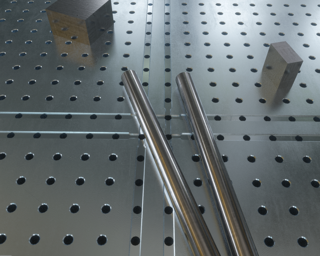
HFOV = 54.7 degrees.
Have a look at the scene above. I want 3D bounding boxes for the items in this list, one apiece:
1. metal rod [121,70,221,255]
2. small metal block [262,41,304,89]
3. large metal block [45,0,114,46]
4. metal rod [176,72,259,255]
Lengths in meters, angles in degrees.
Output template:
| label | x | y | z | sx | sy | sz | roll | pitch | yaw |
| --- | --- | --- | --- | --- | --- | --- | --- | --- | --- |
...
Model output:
| label | x | y | z | sx | sy | sz | roll | pitch | yaw |
| --- | --- | --- | --- | --- | --- | --- | --- | --- | --- |
| metal rod | 0.002 | 0.030 | 0.382 | 0.025 | 0.025 | 0.299 | -15 | 52 | -13 |
| small metal block | 0.186 | -0.096 | 0.475 | 0.025 | 0.050 | 0.050 | -12 | 51 | -10 |
| large metal block | -0.142 | -0.201 | 0.559 | 0.080 | 0.050 | 0.080 | 20 | 53 | 16 |
| metal rod | 0.063 | 0.037 | 0.376 | 0.025 | 0.025 | 0.300 | -8 | 50 | -7 |
